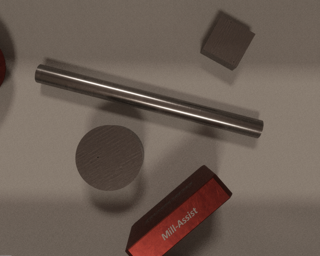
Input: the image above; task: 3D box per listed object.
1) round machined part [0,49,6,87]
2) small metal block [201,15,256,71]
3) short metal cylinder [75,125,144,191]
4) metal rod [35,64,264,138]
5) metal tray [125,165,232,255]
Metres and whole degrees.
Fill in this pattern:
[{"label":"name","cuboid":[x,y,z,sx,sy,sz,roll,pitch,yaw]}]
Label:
[{"label":"round machined part","cuboid":[-0.249,-0.077,0.385,0.099,0.042,0.097,-1,91,-34]},{"label":"small metal block","cuboid":[0.089,-0.112,0.413,0.050,0.025,0.050,29,90,-1]},{"label":"short metal cylinder","cuboid":[-0.062,0.036,0.398,0.081,0.050,0.079,0,90,-1]},{"label":"metal rod","cuboid":[-0.013,-0.035,0.411,0.302,0.025,0.025,14,90,-1]},{"label":"metal tray","cuboid":[0.021,0.103,0.379,0.130,0.090,0.030,-40,90,0]}]
